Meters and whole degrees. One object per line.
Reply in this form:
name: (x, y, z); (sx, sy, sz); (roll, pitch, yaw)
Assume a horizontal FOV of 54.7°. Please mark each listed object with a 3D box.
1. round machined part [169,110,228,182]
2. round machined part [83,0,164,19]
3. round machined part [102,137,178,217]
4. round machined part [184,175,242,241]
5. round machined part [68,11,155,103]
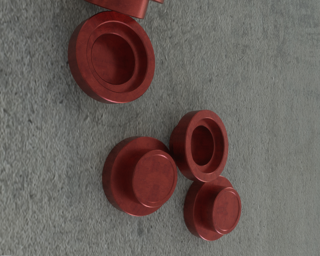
round machined part: (0.051, 0.024, 0.431); (0.099, 0.042, 0.097); (4, 85, -45)
round machined part: (-0.044, -0.146, 0.327); (0.099, 0.098, 0.042); (1, 117, -40)
round machined part: (-0.017, 0.059, 0.379); (0.099, 0.042, 0.097); (0, 90, -40)
round machined part: (0.085, 0.120, 0.465); (0.099, 0.042, 0.097); (0, 90, -40)
round machined part: (-0.056, -0.076, 0.346); (0.099, 0.042, 0.097); (0, 90, -40)
